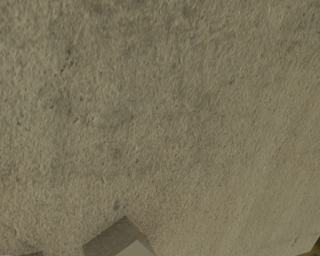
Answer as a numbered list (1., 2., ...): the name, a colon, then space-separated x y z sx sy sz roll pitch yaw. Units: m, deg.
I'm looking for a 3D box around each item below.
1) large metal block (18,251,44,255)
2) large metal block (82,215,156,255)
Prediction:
1. large metal block: -0.201 0.223 0.420 0.081 0.050 0.079 -1 119 -29
2. large metal block: -0.060 0.196 0.481 0.080 0.050 0.080 -35 129 -5
